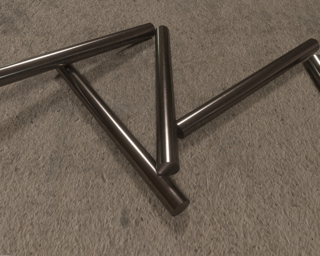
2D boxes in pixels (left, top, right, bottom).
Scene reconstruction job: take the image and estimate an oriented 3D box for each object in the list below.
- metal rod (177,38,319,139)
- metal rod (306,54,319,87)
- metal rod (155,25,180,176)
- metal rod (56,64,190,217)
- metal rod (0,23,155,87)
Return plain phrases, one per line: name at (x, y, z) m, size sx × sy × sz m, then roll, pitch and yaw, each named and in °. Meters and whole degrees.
metal rod at (0.140, -0.068, 0.461) m, size 0.302 × 0.025 × 0.025 m, roll -31°, pitch 57°, yaw -24°
metal rod at (0.260, 0.007, 0.400) m, size 0.025 × 0.025 × 0.300 m, roll -3°, pitch 50°, yaw -3°
metal rod at (0.006, -0.062, 0.440) m, size 0.025 × 0.025 × 0.300 m, roll 0°, pitch 45°, yaw -1°
metal rod at (-0.066, -0.007, 0.408) m, size 0.025 × 0.025 × 0.300 m, roll -29°, pitch 56°, yaw -22°
metal rod at (-0.126, -0.113, 0.466) m, size 0.302 × 0.025 × 0.025 m, roll -29°, pitch 56°, yaw -34°
